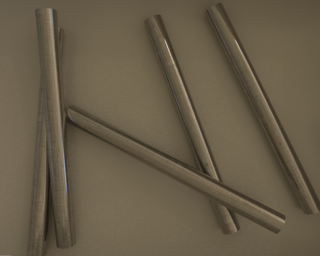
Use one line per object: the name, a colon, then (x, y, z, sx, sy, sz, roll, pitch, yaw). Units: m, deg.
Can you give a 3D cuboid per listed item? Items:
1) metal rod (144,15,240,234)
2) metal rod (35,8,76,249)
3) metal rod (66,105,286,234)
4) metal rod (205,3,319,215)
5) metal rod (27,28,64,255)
metal rod: (0.042, -0.004, 0.411, 0.025, 0.025, 0.299, -21, 90, 0)
metal rod: (-0.131, 0.006, 0.392, 0.025, 0.025, 0.298, -3, 97, 0)
metal rod: (0.013, 0.049, 0.393, 0.301, 0.025, 0.025, 27, 90, 7)
metal rod: (0.137, -0.025, 0.412, 0.025, 0.025, 0.299, -26, 90, 0)
metal rod: (-0.151, 0.018, 0.410, 0.025, 0.025, 0.298, 4, 90, 0)
